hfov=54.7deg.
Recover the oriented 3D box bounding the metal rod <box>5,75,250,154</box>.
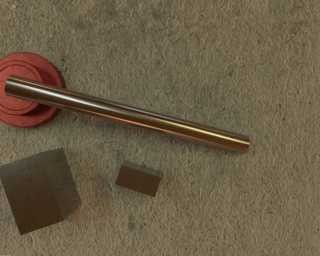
[{"bbox_3d":[-0.031,-0.014,0.386,0.302,0.025,0.025,14,90,-10],"label":"metal rod"}]

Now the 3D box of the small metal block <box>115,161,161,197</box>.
[{"bbox_3d":[-0.026,0.064,0.397,0.050,0.050,0.025,18,90,-1],"label":"small metal block"}]

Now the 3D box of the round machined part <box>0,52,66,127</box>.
[{"bbox_3d":[-0.176,-0.049,0.399,0.099,0.042,0.097,0,90,-1],"label":"round machined part"}]

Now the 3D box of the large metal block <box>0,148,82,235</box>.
[{"bbox_3d":[-0.143,0.072,0.381,0.050,0.080,0.080,-19,90,0],"label":"large metal block"}]
